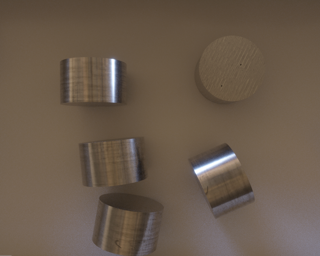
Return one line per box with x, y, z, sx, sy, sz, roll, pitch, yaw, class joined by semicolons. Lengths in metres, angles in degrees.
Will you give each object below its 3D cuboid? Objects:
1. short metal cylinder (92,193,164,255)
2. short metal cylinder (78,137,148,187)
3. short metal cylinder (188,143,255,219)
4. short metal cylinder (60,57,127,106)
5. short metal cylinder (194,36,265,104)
-0.039;0.116;0.384;0.080;0.080;0.050;10;90;0;short metal cylinder
-0.057;0.040;0.383;0.080;0.080;0.050;-6;90;0;short metal cylinder
0.074;0.065;0.384;0.050;0.080;0.080;-24;90;0;short metal cylinder
-0.081;-0.054;0.383;0.081;0.080;0.050;0;90;0;short metal cylinder
0.087;-0.072;0.399;0.081;0.050;0.080;0;90;0;short metal cylinder
